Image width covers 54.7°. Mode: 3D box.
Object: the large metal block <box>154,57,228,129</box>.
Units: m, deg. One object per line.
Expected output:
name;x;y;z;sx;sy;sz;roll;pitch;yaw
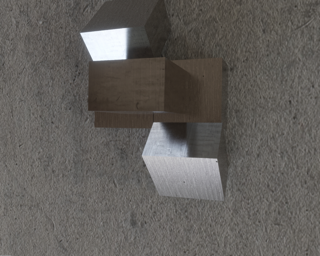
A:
large metal block;0.039;-0.039;0.381;0.080;0.050;0.079;1;90;19

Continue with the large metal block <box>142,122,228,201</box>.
large metal block;0.034;0.039;0.362;0.080;0.080;0.050;1;47;19

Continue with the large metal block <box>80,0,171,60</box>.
large metal block;-0.039;-0.121;0.387;0.080;0.050;0.080;1;46;20

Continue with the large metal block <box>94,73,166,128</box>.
large metal block;-0.037;-0.040;0.407;0.080;0.050;0.079;1;90;19

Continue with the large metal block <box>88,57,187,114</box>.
large metal block;-0.020;-0.041;0.334;0.080;0.080;0.050;1;91;19
